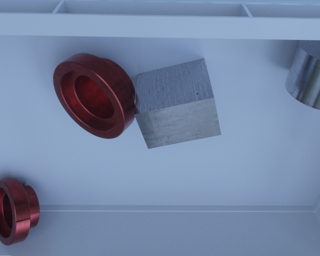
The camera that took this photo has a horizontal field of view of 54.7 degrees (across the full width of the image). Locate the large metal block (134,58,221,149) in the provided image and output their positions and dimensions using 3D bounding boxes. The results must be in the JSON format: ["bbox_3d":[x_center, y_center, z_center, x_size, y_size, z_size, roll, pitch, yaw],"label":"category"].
[{"bbox_3d":[0.019,-0.029,0.349,0.080,0.080,0.050,-12,129,9],"label":"large metal block"}]

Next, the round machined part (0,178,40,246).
[{"bbox_3d":[-0.221,0.125,0.477,0.042,0.098,0.097,-4,142,-47],"label":"round machined part"}]

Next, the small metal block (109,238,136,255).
[{"bbox_3d":[-0.076,0.246,0.620,0.050,0.025,0.050,4,130,-4],"label":"small metal block"}]

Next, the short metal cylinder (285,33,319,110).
[{"bbox_3d":[0.180,-0.060,0.325,0.081,0.080,0.050,1,130,-2],"label":"short metal cylinder"}]

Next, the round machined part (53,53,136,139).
[{"bbox_3d":[-0.067,-0.039,0.345,0.098,0.042,0.097,23,138,23],"label":"round machined part"}]
